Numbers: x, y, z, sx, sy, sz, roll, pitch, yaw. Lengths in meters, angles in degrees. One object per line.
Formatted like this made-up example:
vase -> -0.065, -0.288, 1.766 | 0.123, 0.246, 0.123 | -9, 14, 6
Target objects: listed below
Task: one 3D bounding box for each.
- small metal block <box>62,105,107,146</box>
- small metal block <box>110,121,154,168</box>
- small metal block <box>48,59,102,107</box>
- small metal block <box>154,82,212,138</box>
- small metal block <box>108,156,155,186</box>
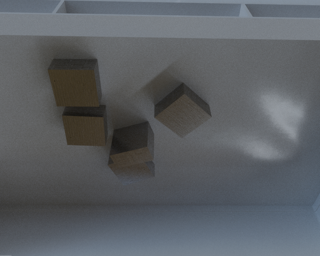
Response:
small metal block -> -0.096, -0.003, 0.405 | 0.050, 0.025, 0.050 | 2, 130, -3
small metal block -> -0.036, 0.022, 0.411 | 0.050, 0.050, 0.025 | -14, 129, 11
small metal block -> -0.098, -0.053, 0.363 | 0.050, 0.025, 0.050 | 0, 130, -1
small metal block -> 0.028, -0.021, 0.392 | 0.050, 0.025, 0.050 | 37, 121, -28
small metal block -> -0.041, 0.054, 0.455 | 0.050, 0.025, 0.050 | -18, 128, 14
